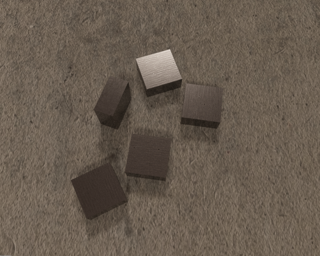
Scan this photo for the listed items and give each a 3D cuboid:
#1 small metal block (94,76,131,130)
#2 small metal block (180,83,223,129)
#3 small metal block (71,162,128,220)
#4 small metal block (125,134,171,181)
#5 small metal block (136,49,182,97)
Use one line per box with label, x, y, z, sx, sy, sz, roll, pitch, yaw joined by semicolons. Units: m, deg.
small metal block;-0.060;-0.032;0.406;0.025;0.050;0.050;19;71;6
small metal block;0.056;-0.030;0.420;0.050;0.025;0.050;8;70;2
small metal block;-0.073;0.077;0.379;0.050;0.025;0.050;-25;72;-9
small metal block;-0.014;0.038;0.394;0.050;0.025;0.050;8;70;2
small metal block;-0.002;-0.077;0.436;0.050;0.025;0.050;-17;71;-7
